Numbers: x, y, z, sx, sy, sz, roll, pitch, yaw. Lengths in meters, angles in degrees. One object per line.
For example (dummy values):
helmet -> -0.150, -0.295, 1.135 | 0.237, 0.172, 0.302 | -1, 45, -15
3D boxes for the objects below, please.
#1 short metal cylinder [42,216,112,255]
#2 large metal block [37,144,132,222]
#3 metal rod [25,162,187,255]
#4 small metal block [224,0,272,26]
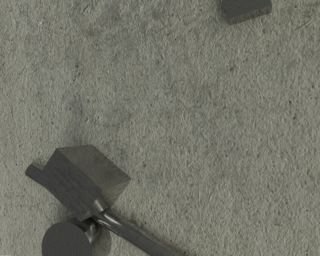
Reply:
short metal cylinder -> -0.116, 0.165, 0.435 | 0.080, 0.050, 0.079 | 0, 90, 19
large metal block -> -0.098, 0.068, 0.413 | 0.080, 0.080, 0.050 | 38, 102, 15
metal rod -> -0.069, 0.128, 0.431 | 0.301, 0.025, 0.025 | 26, 99, 17
small metal block -> 0.103, -0.159, 0.372 | 0.050, 0.025, 0.050 | -13, 86, 19
